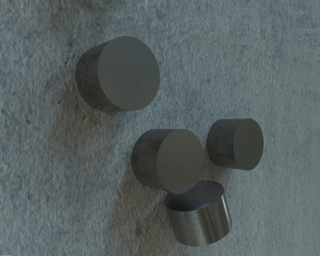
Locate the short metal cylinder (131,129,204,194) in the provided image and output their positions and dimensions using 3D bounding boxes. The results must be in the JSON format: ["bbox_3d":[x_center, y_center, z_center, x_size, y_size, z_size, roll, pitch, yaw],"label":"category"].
[{"bbox_3d":[0.011,0.041,0.400,0.081,0.050,0.079,0,90,-40],"label":"short metal cylinder"}]

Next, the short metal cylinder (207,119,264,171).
[{"bbox_3d":[0.121,0.025,0.492,0.081,0.050,0.079,0,90,-40],"label":"short metal cylinder"}]

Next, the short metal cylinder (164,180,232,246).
[{"bbox_3d":[0.051,0.111,0.415,0.081,0.080,0.050,-26,107,-37],"label":"short metal cylinder"}]

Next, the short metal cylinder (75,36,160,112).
[{"bbox_3d":[-0.047,-0.058,0.351,0.081,0.050,0.079,0,90,-40],"label":"short metal cylinder"}]
